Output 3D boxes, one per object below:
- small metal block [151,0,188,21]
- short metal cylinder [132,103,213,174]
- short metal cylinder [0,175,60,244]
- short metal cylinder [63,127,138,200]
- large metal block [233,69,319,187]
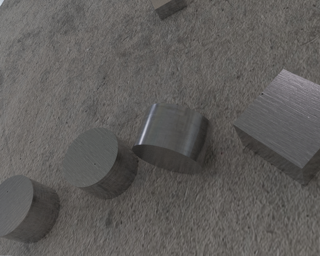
[{"bbox_3d":[0.013,-0.220,0.532,0.050,0.025,0.050,-26,53,12],"label":"small metal block"},{"bbox_3d":[0.015,0.014,0.352,0.080,0.080,0.050,5,64,30],"label":"short metal cylinder"},{"bbox_3d":[-0.185,0.110,0.418,0.080,0.050,0.080,-13,56,21],"label":"short metal cylinder"},{"bbox_3d":[-0.076,0.046,0.400,0.080,0.050,0.080,-13,56,21],"label":"short metal cylinder"},{"bbox_3d":[0.137,-0.002,0.317,0.080,0.050,0.080,-47,51,-5],"label":"large metal block"}]
